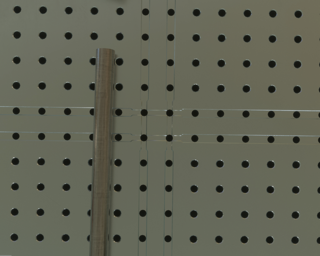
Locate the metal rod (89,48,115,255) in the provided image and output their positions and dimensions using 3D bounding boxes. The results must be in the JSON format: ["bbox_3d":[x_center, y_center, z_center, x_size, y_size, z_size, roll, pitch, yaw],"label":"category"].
[{"bbox_3d":[-0.077,0.046,0.412,0.025,0.025,0.298,2,90,0],"label":"metal rod"}]
